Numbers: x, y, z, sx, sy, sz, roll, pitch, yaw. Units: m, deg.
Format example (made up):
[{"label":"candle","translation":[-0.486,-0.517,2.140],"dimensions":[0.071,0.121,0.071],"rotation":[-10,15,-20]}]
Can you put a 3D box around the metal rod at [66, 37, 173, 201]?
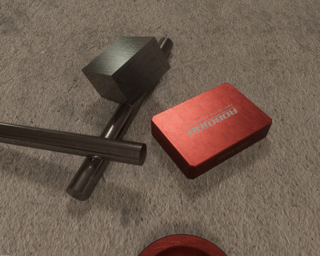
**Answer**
[{"label":"metal rod","translation":[-0.041,-0.035,0.431],"dimensions":[0.025,0.025,0.301],"rotation":[16,52,12]}]

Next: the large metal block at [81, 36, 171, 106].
[{"label":"large metal block","translation":[-0.047,-0.082,0.427],"dimensions":[0.080,0.050,0.080],"rotation":[-47,38,-20]}]

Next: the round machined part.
[{"label":"round machined part","translation":[0.020,0.148,0.268],"dimensions":[0.099,0.042,0.098],"rotation":[0,50,0]}]

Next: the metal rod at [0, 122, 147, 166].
[{"label":"metal rod","translation":[-0.163,0.010,0.372],"dimensions":[0.301,0.025,0.025],"rotation":[8,50,14]}]

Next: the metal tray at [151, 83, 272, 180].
[{"label":"metal tray","translation":[0.066,-0.001,0.402],"dimensions":[0.131,0.030,0.090],"rotation":[-26,55,-21]}]
